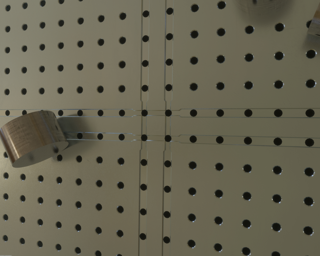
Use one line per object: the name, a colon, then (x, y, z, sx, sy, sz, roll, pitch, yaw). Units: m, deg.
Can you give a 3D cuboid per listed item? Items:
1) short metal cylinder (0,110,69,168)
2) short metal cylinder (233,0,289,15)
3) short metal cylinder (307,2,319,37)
short metal cylinder: (-0.181, 0.016, 0.445, 0.080, 0.080, 0.050, -31, 80, 17)
short metal cylinder: (0.118, -0.179, 0.358, 0.080, 0.050, 0.079, 0, 90, 19)
short metal cylinder: (0.193, -0.129, 0.316, 0.050, 0.080, 0.080, 24, 98, 18)
